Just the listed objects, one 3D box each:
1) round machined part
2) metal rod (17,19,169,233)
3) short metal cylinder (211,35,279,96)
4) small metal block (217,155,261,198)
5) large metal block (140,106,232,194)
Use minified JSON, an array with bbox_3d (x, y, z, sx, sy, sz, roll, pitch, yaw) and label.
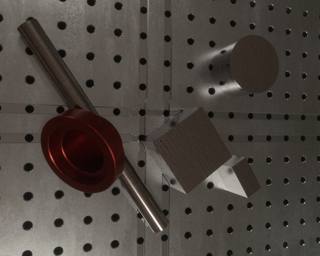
[{"bbox_3d":[-0.082,0.023,0.355,0.098,0.098,0.042,59,34,-11],"label":"round machined part"},{"bbox_3d":[-0.076,0.006,0.385,0.025,0.025,0.299,-35,102,-17],"label":"metal rod"},{"bbox_3d":[0.122,-0.087,0.446,0.081,0.050,0.079,0,90,-20],"label":"short metal cylinder"},{"bbox_3d":[0.109,0.067,0.441,0.025,0.050,0.050,-32,101,-17],"label":"small metal block"},{"bbox_3d":[0.035,0.028,0.413,0.080,0.050,0.080,-36,102,-17],"label":"large metal block"}]
